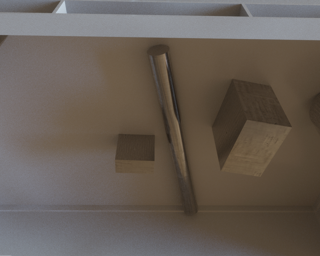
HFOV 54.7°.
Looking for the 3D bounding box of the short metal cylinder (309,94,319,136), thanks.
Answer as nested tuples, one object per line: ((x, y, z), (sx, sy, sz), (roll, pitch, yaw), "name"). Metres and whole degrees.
((0.228, -0.011, 0.367), (0.080, 0.080, 0.050), (-30, 124, 22), "short metal cylinder")

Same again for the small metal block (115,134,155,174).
((-0.033, 0.035, 0.422), (0.050, 0.050, 0.025), (2, 130, -3), "small metal block")

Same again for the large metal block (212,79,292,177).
((0.105, -0.001, 0.374), (0.050, 0.080, 0.079), (9, 130, -8), "large metal block")

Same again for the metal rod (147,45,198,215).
((0.025, 0.027, 0.432), (0.025, 0.025, 0.298), (-8, 130, 6), "metal rod")

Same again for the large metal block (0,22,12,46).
((-0.205, -0.071, 0.309), (0.080, 0.080, 0.050), (-37, 121, 27), "large metal block")
